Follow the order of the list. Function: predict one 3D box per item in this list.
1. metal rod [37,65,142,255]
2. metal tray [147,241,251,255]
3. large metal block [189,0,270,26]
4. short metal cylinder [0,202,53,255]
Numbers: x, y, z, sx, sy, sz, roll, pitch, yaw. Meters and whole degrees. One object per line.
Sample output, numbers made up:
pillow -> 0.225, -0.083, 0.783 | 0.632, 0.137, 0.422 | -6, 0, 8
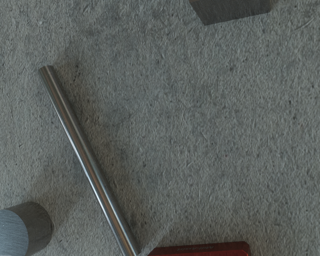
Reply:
metal rod -> -0.105, 0.043, 0.444 | 0.025, 0.025, 0.299 | -30, 80, 17
metal tray -> 0.052, 0.196, 0.387 | 0.130, 0.030, 0.089 | -12, 86, 19
large metal block -> 0.080, -0.161, 0.351 | 0.080, 0.080, 0.050 | -6, 88, 19
short metal cylinder -> -0.213, 0.157, 0.469 | 0.080, 0.050, 0.079 | 0, 90, 19
